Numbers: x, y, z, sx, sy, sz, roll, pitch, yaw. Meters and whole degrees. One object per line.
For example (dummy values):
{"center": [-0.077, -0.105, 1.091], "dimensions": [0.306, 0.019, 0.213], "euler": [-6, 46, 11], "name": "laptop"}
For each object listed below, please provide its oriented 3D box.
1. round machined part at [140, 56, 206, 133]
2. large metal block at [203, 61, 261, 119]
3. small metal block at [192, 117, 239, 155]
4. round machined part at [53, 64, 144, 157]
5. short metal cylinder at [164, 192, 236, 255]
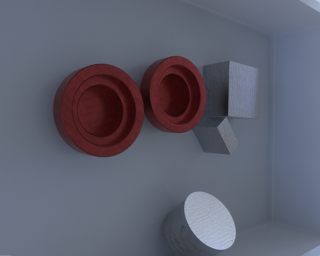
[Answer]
{"center": [0.013, -0.042, 0.408], "dimensions": [0.099, 0.042, 0.097], "euler": [0, 90, -40], "name": "round machined part"}
{"center": [0.113, -0.056, 0.488], "dimensions": [0.081, 0.050, 0.079], "euler": [3, 89, -40], "name": "large metal block"}
{"center": [0.082, 0.011, 0.462], "dimensions": [0.025, 0.050, 0.050], "euler": [-45, 118, -31], "name": "small metal block"}
{"center": [-0.069, -0.019, 0.339], "dimensions": [0.099, 0.042, 0.097], "euler": [0, 90, -40], "name": "round machined part"}
{"center": [0.052, 0.132, 0.411], "dimensions": [0.080, 0.050, 0.080], "euler": [23, 38, -20], "name": "short metal cylinder"}
